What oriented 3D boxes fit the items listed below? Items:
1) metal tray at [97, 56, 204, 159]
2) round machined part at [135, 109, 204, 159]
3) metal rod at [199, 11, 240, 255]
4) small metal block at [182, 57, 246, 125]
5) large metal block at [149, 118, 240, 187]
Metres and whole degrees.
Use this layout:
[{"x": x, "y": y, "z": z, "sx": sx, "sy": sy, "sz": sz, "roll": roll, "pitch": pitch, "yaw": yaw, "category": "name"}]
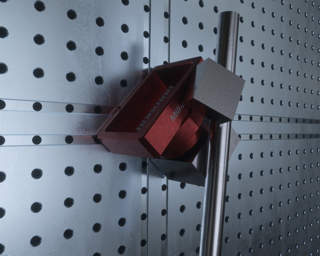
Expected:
[{"x": -0.005, "y": -0.026, "z": 0.364, "sx": 0.030, "sy": 0.090, "sz": 0.130, "roll": 51, "pitch": 60, "yaw": -28, "category": "metal tray"}, {"x": 0.012, "y": -0.001, "z": 0.379, "sx": 0.042, "sy": 0.098, "sz": 0.098, "roll": 50, "pitch": 60, "yaw": -29, "category": "round machined part"}, {"x": 0.070, "y": 0.011, "z": 0.366, "sx": 0.025, "sy": 0.025, "sz": 0.298, "roll": 9, "pitch": 84, "yaw": -40, "category": "metal rod"}, {"x": 0.058, "y": -0.039, "z": 0.332, "sx": 0.050, "sy": 0.025, "sz": 0.050, "roll": 27, "pitch": 70, "yaw": -17, "category": "small metal block"}, {"x": 0.045, "y": 0.027, "z": 0.410, "sx": 0.050, "sy": 0.080, "sz": 0.080, "roll": 51, "pitch": 60, "yaw": -29, "category": "large metal block"}]
